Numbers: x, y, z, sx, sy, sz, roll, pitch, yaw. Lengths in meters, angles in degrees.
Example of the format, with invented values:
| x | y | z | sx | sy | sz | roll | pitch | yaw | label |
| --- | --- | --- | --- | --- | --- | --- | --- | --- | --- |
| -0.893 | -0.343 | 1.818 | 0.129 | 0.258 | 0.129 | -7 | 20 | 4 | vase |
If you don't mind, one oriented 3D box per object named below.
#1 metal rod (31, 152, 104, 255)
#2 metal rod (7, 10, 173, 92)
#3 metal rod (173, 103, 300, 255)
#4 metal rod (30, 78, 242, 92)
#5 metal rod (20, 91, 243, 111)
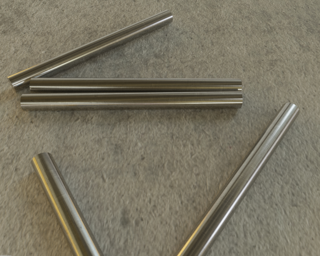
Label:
| x | y | z | sx | sy | sz | roll | pitch | yaw | label |
| --- | --- | --- | --- | --- | --- | --- | --- | --- | --- |
| -0.059 | 0.135 | 0.289 | 0.025 | 0.025 | 0.300 | -26 | 55 | -21 | metal rod |
| -0.101 | -0.136 | 0.515 | 0.302 | 0.025 | 0.025 | -32 | 57 | -24 | metal rod |
| 0.087 | 0.066 | 0.348 | 0.025 | 0.025 | 0.301 | 31 | 56 | 23 | metal rod |
| -0.034 | -0.061 | 0.453 | 0.302 | 0.025 | 0.025 | 0 | 50 | -1 | metal rod |
| -0.038 | -0.038 | 0.434 | 0.302 | 0.025 | 0.025 | -1 | 50 | -1 | metal rod |
